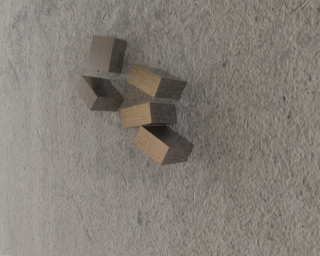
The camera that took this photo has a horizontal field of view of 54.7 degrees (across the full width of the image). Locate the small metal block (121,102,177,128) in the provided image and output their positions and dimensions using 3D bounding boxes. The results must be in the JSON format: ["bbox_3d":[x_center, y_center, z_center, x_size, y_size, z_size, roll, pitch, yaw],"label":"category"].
[{"bbox_3d":[-0.014,-0.015,0.400,0.050,0.050,0.025,-9,84,39],"label":"small metal block"}]

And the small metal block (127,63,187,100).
[{"bbox_3d":[-0.003,-0.058,0.391,0.050,0.050,0.025,33,111,35],"label":"small metal block"}]

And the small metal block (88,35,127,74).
[{"bbox_3d":[-0.081,-0.112,0.472,0.050,0.025,0.050,19,102,38],"label":"small metal block"}]

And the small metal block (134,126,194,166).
[{"bbox_3d":[0.005,0.020,0.385,0.050,0.050,0.025,36,113,34],"label":"small metal block"}]

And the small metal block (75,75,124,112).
[{"bbox_3d":[-0.091,-0.051,0.464,0.050,0.050,0.025,50,120,28],"label":"small metal block"}]
